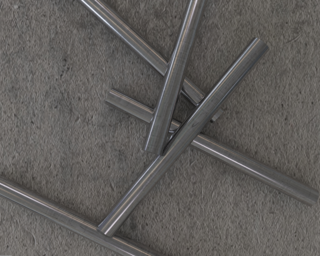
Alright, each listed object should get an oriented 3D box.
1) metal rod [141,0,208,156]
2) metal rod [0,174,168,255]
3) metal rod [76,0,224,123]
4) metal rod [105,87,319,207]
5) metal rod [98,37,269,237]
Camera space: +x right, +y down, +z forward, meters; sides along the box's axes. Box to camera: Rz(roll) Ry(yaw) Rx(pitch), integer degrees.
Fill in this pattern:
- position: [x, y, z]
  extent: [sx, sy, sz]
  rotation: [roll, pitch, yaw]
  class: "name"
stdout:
- position: [0.033, -0.112, 0.390]
  extent: [0.025, 0.025, 0.299]
  rotation: [17, 82, 0]
  class: "metal rod"
- position: [-0.089, 0.135, 0.409]
  extent: [0.301, 0.025, 0.025]
  rotation: [26, 90, 0]
  class: "metal rod"
- position: [-0.035, -0.116, 0.409]
  extent: [0.300, 0.025, 0.025]
  rotation: [42, 90, 0]
  class: "metal rod"
- position: [0.068, 0.025, 0.410]
  extent: [0.301, 0.025, 0.025]
  rotation: [27, 90, 0]
  class: "metal rod"
- position: [0.027, 0.014, 0.384]
  extent: [0.025, 0.025, 0.299]
  rotation: [40, 94, 0]
  class: "metal rod"
